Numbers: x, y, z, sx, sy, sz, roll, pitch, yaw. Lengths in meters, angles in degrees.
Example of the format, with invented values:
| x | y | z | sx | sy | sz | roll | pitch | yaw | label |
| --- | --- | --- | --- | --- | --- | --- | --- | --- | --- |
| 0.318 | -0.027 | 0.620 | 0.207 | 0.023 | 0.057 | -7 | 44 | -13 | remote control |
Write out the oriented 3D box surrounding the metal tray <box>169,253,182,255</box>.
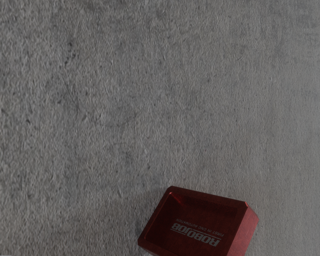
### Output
| x | y | z | sx | sy | sz | roll | pitch | yaw | label |
| --- | --- | --- | --- | --- | --- | --- | --- | --- | --- |
| 0.048 | 0.240 | 0.404 | 0.030 | 0.090 | 0.129 | -18 | 102 | -43 | metal tray |

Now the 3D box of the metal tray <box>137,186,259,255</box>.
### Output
| x | y | z | sx | sy | sz | roll | pitch | yaw | label |
| --- | --- | --- | --- | --- | --- | --- | --- | --- | --- |
| 0.041 | 0.124 | 0.373 | 0.030 | 0.130 | 0.090 | 49 | 61 | -30 | metal tray |
